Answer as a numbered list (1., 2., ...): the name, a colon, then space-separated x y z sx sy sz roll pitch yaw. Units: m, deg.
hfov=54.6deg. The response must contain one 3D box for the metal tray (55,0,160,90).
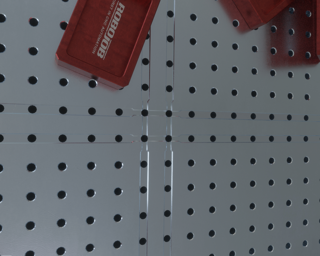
1. metal tray: -0.063 -0.124 0.386 0.090 0.030 0.130 22 83 -19

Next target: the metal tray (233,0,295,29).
1. metal tray: 0.167 -0.224 0.470 0.130 0.030 0.090 -40 103 -16

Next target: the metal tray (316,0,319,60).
1. metal tray: 0.262 -0.172 0.478 0.090 0.030 0.129 -3 92 -59
